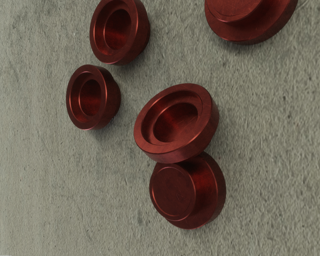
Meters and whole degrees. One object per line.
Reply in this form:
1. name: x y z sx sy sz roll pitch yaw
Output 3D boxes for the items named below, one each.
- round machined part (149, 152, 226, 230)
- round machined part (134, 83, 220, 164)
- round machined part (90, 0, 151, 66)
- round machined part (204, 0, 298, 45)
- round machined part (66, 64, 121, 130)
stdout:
1. round machined part: 0.026 0.073 0.373 0.098 0.042 0.097 0 90 40
2. round machined part: 0.022 -0.001 0.356 0.098 0.042 0.098 -20 45 22
3. round machined part: -0.052 -0.136 0.437 0.098 0.042 0.097 0 90 40
4. round machined part: 0.088 -0.139 0.322 0.098 0.042 0.097 0 90 40
5. round machined part: -0.098 -0.046 0.475 0.098 0.042 0.097 0 90 40
